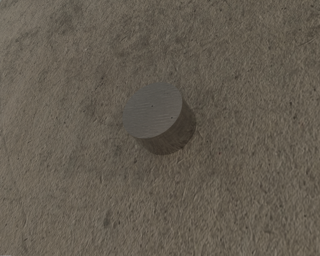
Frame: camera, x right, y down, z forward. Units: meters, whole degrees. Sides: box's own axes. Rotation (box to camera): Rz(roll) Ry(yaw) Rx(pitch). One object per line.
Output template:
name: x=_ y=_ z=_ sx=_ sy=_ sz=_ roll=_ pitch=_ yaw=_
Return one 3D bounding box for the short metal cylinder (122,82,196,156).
short metal cylinder: x=0.000 y=-0.011 z=0.395 sx=0.080 sy=0.050 sz=0.080 roll=-13 pitch=56 yaw=20
